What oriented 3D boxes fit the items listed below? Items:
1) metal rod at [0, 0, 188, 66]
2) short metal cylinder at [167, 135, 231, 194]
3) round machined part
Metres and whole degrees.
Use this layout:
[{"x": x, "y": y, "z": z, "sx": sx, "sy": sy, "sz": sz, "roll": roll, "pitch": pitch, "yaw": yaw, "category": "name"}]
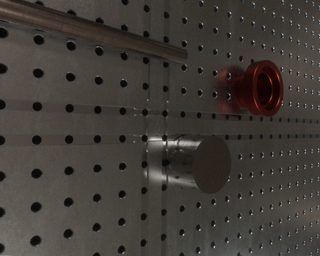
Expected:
[{"x": -0.085, "y": -0.107, "z": 0.338, "sx": 0.302, "sy": 0.025, "sz": 0.025, "roll": 4, "pitch": 88, "yaw": -40, "category": "metal rod"}, {"x": 0.056, "y": 0.050, "z": 0.443, "sx": 0.081, "sy": 0.050, "sz": 0.079, "roll": 0, "pitch": 90, "yaw": -40, "category": "short metal cylinder"}, {"x": 0.174, "y": -0.068, "z": 0.547, "sx": 0.099, "sy": 0.042, "sz": 0.097, "roll": 0, "pitch": 90, "yaw": -40, "category": "round machined part"}]
